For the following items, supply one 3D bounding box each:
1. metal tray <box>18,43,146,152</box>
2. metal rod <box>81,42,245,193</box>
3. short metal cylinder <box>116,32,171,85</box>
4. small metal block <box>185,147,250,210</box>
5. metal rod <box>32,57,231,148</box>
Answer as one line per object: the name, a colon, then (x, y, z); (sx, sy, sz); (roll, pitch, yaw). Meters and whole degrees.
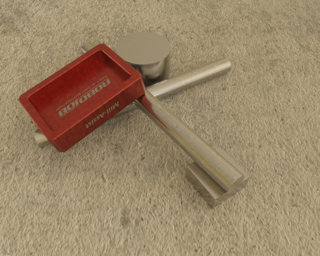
metal tray: (-0.096, -0.042, 0.385); (0.131, 0.030, 0.090); (-38, 59, -14)
metal rod: (-0.015, -0.031, 0.398); (0.025, 0.025, 0.300); (-32, 57, -24)
short metal cylinder: (-0.024, -0.103, 0.474); (0.081, 0.050, 0.080); (0, 50, 0)
small metal block: (0.065, 0.057, 0.358); (0.050, 0.025, 0.050); (-27, 55, -21)
metal rod: (-0.026, -0.043, 0.441); (0.302, 0.025, 0.025); (-24, 54, -19)
